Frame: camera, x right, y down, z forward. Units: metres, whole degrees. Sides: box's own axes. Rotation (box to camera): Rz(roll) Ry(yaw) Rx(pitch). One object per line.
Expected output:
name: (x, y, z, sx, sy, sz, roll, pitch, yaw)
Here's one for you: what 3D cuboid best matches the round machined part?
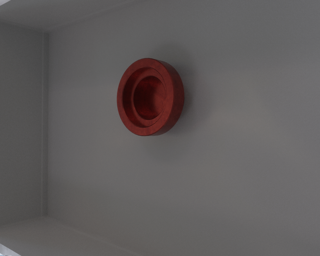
round machined part: (-0.008, -0.039, 0.403, 0.098, 0.042, 0.097, 0, 90, 40)
